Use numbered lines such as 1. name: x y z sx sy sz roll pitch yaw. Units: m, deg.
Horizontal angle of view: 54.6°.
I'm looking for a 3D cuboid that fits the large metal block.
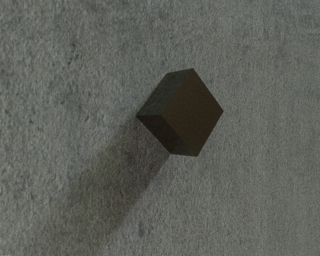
1. large metal block: 0.029 -0.019 0.411 0.080 0.050 0.080 49 61 -29
